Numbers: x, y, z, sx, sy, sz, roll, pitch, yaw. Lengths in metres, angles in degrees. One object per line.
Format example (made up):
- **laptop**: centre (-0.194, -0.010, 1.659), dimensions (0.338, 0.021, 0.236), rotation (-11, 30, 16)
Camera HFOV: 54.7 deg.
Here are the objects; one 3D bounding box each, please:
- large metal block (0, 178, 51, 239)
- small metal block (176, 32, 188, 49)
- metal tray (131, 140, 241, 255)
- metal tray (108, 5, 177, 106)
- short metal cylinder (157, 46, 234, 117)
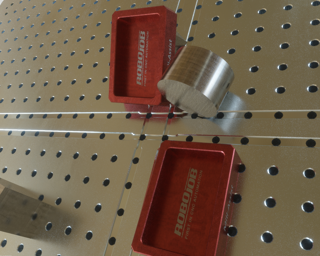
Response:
- **large metal block**: centre (-0.214, 0.102, 0.420), dimensions (0.080, 0.080, 0.050), rotation (16, 70, 34)
- **small metal block**: centre (0.007, -0.143, 0.471), dimensions (0.025, 0.050, 0.050), rotation (-51, 48, 21)
- **metal tray**: centre (0.031, 0.080, 0.339), dimensions (0.090, 0.030, 0.130), rotation (3, 63, 29)
- **metal tray**: centre (-0.026, -0.099, 0.437), dimensions (0.090, 0.030, 0.129), rotation (6, 96, 30)
- **short metal cylinder**: centre (0.044, -0.056, 0.383), dimensions (0.080, 0.080, 0.050), rotation (18, 72, 35)
